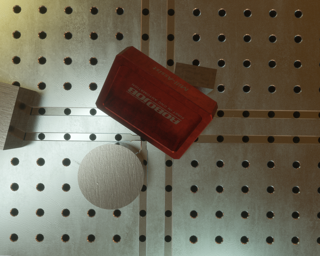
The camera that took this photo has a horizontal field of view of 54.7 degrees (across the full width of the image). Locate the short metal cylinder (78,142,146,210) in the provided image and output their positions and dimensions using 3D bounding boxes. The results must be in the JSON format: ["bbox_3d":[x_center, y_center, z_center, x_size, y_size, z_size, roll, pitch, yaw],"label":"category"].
[{"bbox_3d":[-0.060,0.059,0.400,0.081,0.050,0.079,0,90,0],"label":"short metal cylinder"}]

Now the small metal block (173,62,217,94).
[{"bbox_3d":[0.042,-0.063,0.401,0.050,0.050,0.025,10,89,0],"label":"small metal block"}]

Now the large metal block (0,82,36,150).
[{"bbox_3d":[-0.219,-0.021,0.399,0.080,0.050,0.080,14,90,0],"label":"large metal block"}]

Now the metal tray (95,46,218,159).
[{"bbox_3d":[-0.007,-0.028,0.385,0.130,0.030,0.089,34,130,0],"label":"metal tray"}]
